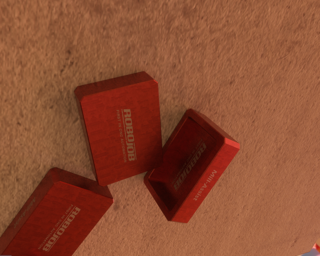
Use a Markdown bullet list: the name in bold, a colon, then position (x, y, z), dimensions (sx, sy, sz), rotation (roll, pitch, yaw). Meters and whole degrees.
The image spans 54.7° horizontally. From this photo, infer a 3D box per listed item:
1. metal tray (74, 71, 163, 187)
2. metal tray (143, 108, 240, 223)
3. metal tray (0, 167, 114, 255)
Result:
- **metal tray**: position (-0.046, 0.003, 0.382), dimensions (0.091, 0.030, 0.129), rotation (-17, 126, -19)
- **metal tray**: position (0.037, 0.050, 0.417), dimensions (0.030, 0.090, 0.129), rotation (22, 107, -37)
- **metal tray**: position (-0.135, 0.121, 0.406), dimensions (0.090, 0.030, 0.130), rotation (31, 101, -38)
